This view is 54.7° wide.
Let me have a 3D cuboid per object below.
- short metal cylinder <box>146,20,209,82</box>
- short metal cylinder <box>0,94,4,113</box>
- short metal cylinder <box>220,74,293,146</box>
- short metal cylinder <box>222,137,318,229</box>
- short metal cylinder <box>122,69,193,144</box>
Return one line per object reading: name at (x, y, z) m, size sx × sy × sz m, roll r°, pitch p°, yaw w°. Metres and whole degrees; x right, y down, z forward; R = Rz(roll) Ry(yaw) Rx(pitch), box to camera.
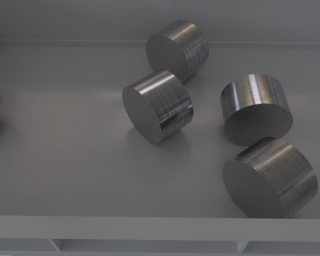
short metal cylinder at (0.026, -0.113, 0.465) m, size 0.080 × 0.080 × 0.050 m, roll 32°, pitch 57°, yaw 24°
short metal cylinder at (-0.247, -0.023, 0.387) m, size 0.080 × 0.080 × 0.050 m, roll 1°, pitch 50°, yaw 0°
short metal cylinder at (0.118, -0.021, 0.387) m, size 0.080 × 0.080 × 0.050 m, roll 1°, pitch 50°, yaw 1°
short metal cylinder at (0.112, 0.056, 0.323) m, size 0.050 × 0.080 × 0.080 m, roll -29°, pitch 56°, yaw -22°
short metal cylinder at (-0.004, -0.027, 0.392) m, size 0.050 × 0.080 × 0.080 m, roll -32°, pitch 57°, yaw -24°
